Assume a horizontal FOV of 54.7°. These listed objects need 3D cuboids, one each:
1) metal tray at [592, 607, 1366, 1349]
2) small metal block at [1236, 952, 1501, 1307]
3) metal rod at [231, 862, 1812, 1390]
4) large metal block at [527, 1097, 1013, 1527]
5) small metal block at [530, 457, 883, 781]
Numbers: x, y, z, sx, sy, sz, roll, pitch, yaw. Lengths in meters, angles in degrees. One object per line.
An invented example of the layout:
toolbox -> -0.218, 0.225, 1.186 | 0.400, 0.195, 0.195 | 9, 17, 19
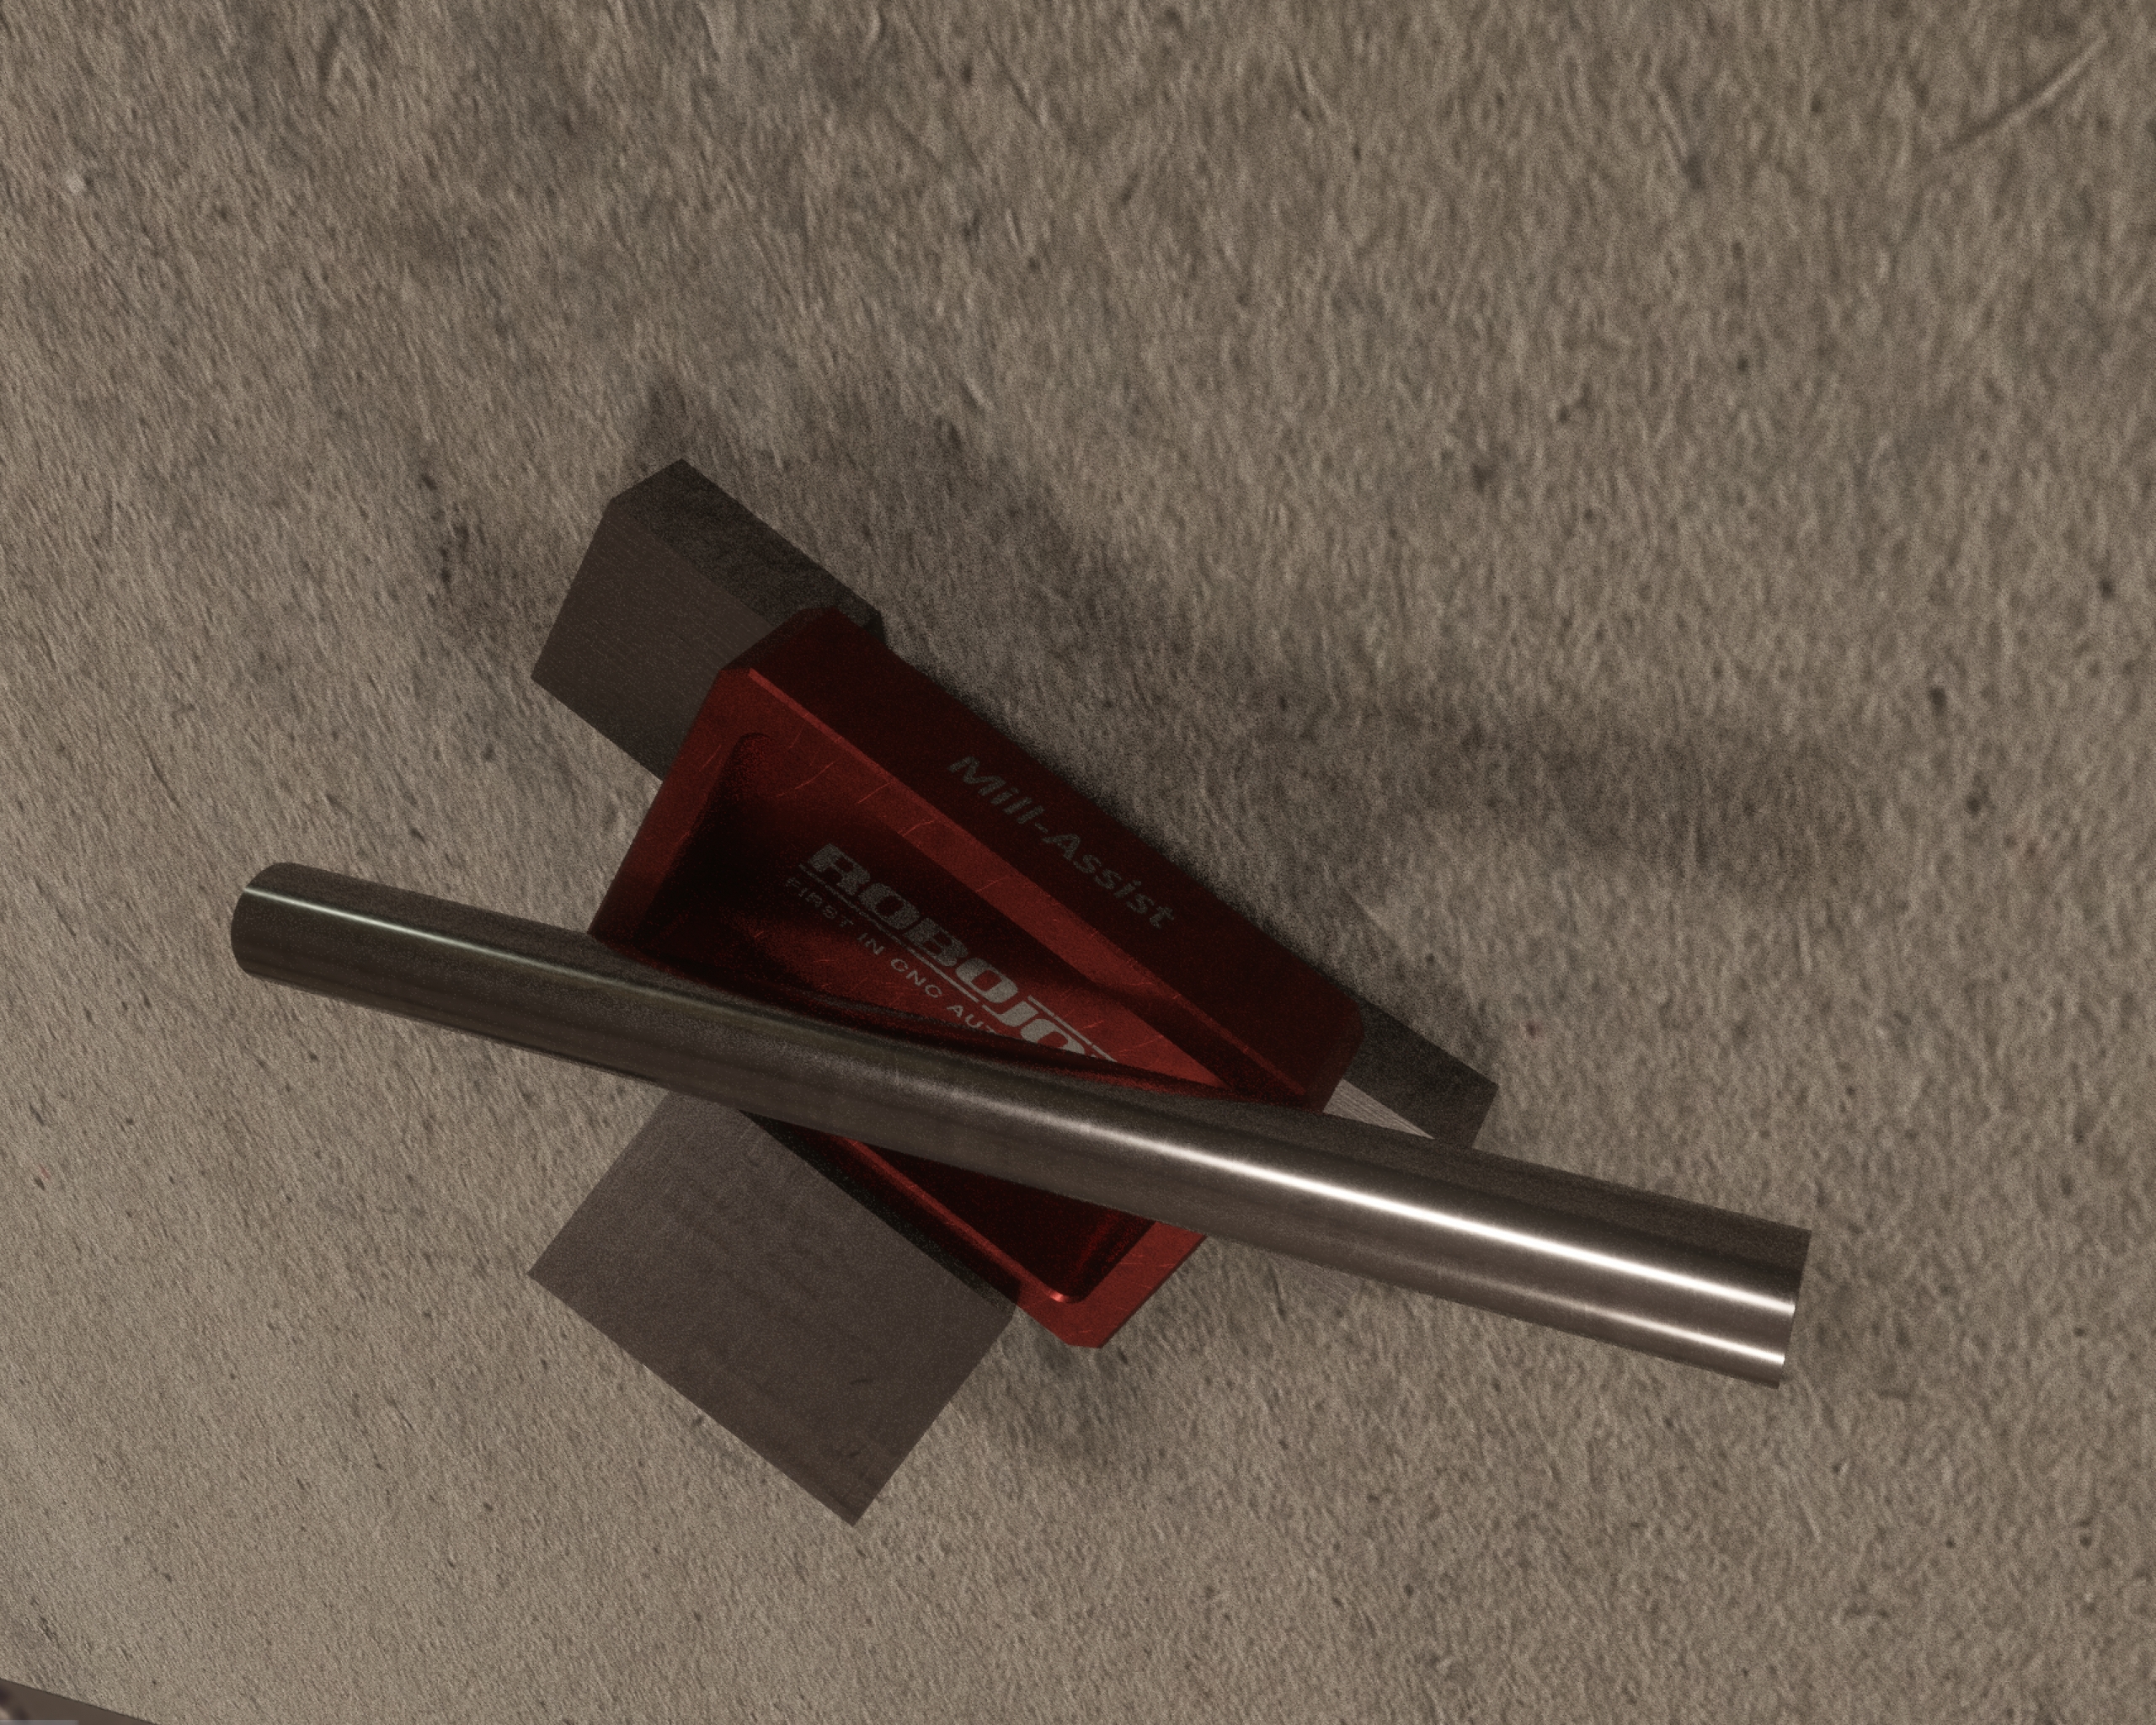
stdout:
metal tray -> -0.023, 0.024, 0.397 | 0.130, 0.030, 0.089 | 37, 129, 2
small metal block -> 0.047, 0.053, 0.415 | 0.050, 0.025, 0.050 | 33, 129, 6
metal rod -> -0.027, 0.040, 0.375 | 0.301, 0.025, 0.025 | 12, 123, 21
large metal block -> -0.059, 0.087, 0.445 | 0.080, 0.080, 0.050 | 37, 87, 3
small metal block -> -0.075, -0.044, 0.419 | 0.050, 0.025, 0.050 | 38, 129, 2
